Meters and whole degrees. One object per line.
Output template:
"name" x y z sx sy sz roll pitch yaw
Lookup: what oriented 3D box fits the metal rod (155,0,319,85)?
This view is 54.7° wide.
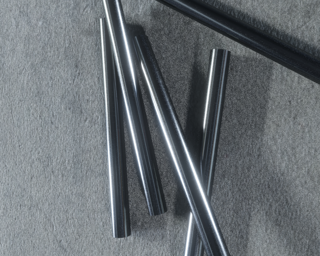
"metal rod" 0.088 -0.122 0.377 0.300 0.025 0.025 33 101 16

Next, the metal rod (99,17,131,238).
"metal rod" -0.063 -0.001 0.429 0.025 0.025 0.298 -4 89 19

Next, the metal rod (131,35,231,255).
"metal rod" 0.021 0.018 0.381 0.025 0.025 0.299 -24 75 18

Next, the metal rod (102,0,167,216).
"metal rod" -0.035 -0.034 0.410 0.025 0.025 0.298 -13 90 19

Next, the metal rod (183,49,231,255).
"metal rod" 0.056 0.053 0.388 0.025 0.025 0.298 8 93 19
